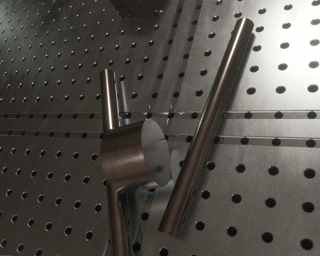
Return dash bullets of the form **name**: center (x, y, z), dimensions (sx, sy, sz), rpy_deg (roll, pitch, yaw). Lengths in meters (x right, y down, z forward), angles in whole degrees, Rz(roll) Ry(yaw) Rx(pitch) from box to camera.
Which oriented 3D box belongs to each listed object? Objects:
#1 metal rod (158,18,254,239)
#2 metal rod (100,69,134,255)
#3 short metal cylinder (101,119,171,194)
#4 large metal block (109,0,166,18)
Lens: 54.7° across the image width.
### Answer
- **metal rod**: center (0.064, -0.015, 0.382), dimensions (0.025, 0.025, 0.300), rpy_deg (10, 66, 32)
- **metal rod**: center (-0.062, 0.033, 0.418), dimensions (0.025, 0.025, 0.299), rpy_deg (-22, 54, 15)
- **short metal cylinder**: center (-0.026, 0.034, 0.365), dimensions (0.050, 0.080, 0.080), rpy_deg (-15, 56, 20)
- **large metal block**: center (-0.034, -0.247, 0.560), dimensions (0.080, 0.050, 0.080), rpy_deg (14, 69, 33)
